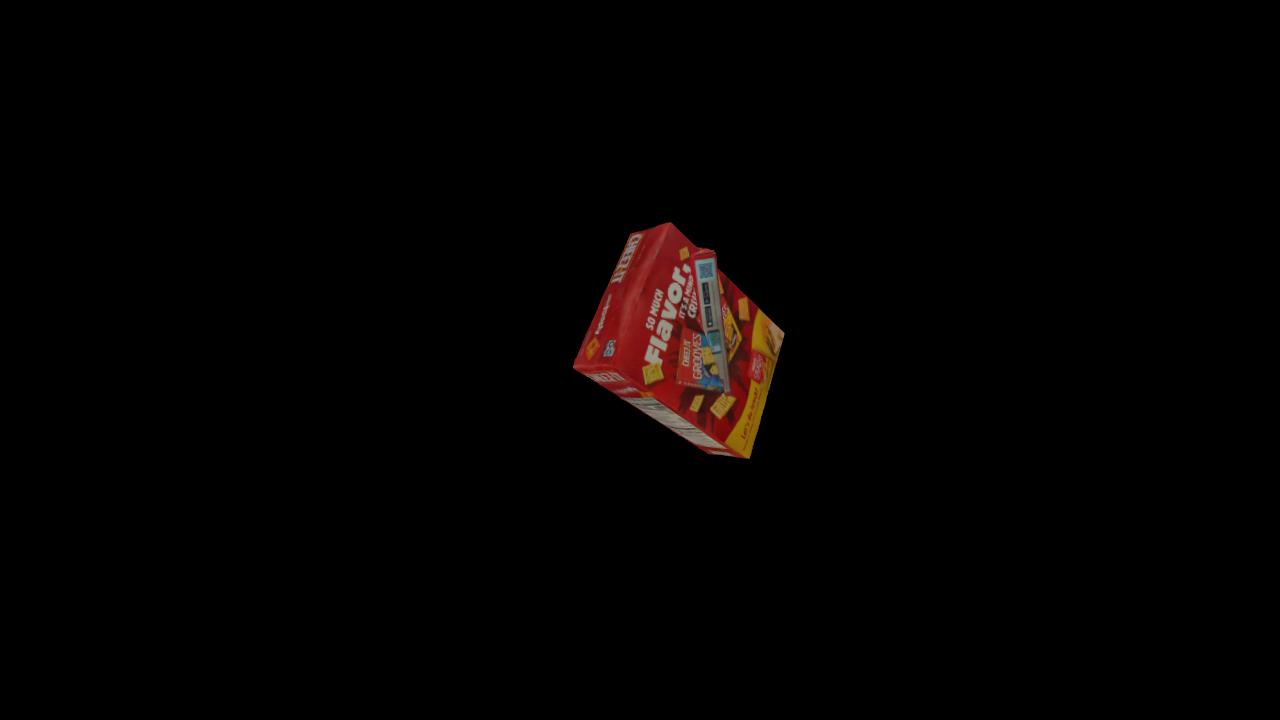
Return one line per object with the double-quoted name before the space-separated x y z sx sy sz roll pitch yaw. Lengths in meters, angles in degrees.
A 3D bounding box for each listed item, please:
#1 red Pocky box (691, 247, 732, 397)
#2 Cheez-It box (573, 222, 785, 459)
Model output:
"red Pocky box" 0.068 -0.042 0.667 0.028 0.155 0.083 -10 14 -5
"Cheez-It box" 0.054 -0.012 0.661 0.071 0.166 0.223 -3 -31 48
